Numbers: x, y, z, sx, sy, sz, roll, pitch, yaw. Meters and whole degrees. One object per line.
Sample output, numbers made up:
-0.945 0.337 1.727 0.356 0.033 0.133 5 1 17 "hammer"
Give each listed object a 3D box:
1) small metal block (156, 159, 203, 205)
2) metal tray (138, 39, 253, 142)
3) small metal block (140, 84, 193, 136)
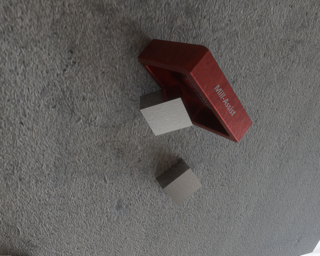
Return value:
0.030 0.083 0.475 0.050 0.025 0.050 -38 129 -3 "small metal block"
0.042 -0.042 0.358 0.030 0.090 0.130 -52 130 -10 "metal tray"
0.008 -0.021 0.383 0.050 0.025 0.050 -16 135 13 "small metal block"
